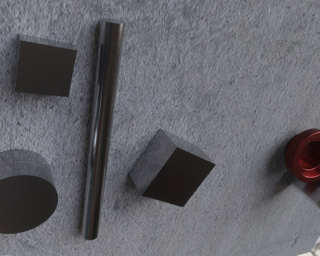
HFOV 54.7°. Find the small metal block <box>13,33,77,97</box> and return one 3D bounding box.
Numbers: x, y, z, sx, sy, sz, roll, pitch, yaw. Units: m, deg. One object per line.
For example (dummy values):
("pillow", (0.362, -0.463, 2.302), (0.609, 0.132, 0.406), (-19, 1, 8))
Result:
("small metal block", (-0.115, -0.061, 0.307), (0.050, 0.025, 0.050), (4, 117, -31))

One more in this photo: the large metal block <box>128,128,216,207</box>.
("large metal block", (0.017, 0.058, 0.437), (0.080, 0.050, 0.080), (26, 104, -38))

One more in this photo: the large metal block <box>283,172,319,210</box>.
("large metal block", (0.307, 0.100, 0.603), (0.080, 0.080, 0.050), (-45, 133, 3))

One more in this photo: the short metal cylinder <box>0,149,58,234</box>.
("short metal cylinder", (-0.160, 0.070, 0.347), (0.081, 0.050, 0.079), (-14, 125, -21))

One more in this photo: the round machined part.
("round machined part", (0.271, 0.047, 0.566), (0.099, 0.042, 0.097), (-5, 109, -15))

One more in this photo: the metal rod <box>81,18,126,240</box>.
("metal rod", (-0.074, 0.022, 0.380), (0.025, 0.025, 0.298), (-3, 120, -27))
